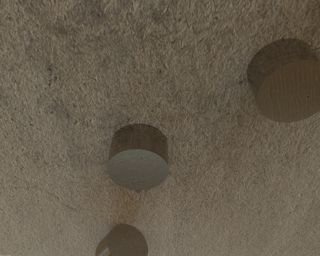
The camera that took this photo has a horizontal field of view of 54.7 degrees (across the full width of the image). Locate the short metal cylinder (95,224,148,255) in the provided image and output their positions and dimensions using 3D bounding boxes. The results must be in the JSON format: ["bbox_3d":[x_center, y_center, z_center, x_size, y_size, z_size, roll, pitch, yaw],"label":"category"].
[{"bbox_3d":[-0.069,0.223,0.560,0.080,0.080,0.050,26,126,-20],"label":"short metal cylinder"}]

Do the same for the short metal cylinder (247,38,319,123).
[{"bbox_3d":[0.144,-0.052,0.347,0.081,0.050,0.079,0,130,0],"label":"short metal cylinder"}]

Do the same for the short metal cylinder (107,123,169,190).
[{"bbox_3d":[-0.029,0.040,0.425,0.081,0.050,0.079,0,130,0],"label":"short metal cylinder"}]
